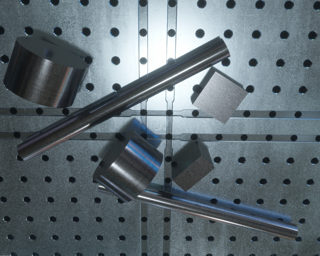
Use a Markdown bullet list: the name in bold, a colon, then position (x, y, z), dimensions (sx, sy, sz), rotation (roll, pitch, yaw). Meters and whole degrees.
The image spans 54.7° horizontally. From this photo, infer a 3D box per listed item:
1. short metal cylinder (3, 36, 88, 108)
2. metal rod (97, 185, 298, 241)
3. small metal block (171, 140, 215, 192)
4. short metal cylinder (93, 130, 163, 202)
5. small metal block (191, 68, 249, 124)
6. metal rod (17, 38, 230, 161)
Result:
- **short metal cylinder**: position (-0.131, -0.065, 0.359), dimensions (0.080, 0.080, 0.050), rotation (24, 108, -9)
- **metal rod**: position (0.059, 0.119, 0.457), dimensions (0.302, 0.025, 0.025), rotation (16, 109, -6)
- **small metal block**: position (0.043, 0.050, 0.419), dimensions (0.050, 0.050, 0.025), rotation (-43, 105, 14)
- **short metal cylinder**: position (-0.041, 0.048, 0.402), dimensions (0.050, 0.080, 0.080), rotation (41, 105, -14)
- **small metal block**: position (0.076, -0.041, 0.399), dimensions (0.050, 0.025, 0.050), rotation (30, 107, -11)
- **metal rod**: position (-0.053, -0.032, 0.400), dimensions (0.301, 0.025, 0.025), rotation (-26, 108, 9)
